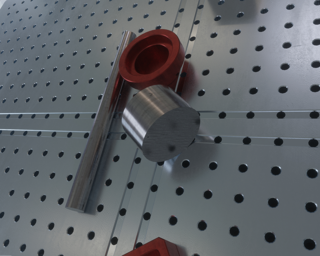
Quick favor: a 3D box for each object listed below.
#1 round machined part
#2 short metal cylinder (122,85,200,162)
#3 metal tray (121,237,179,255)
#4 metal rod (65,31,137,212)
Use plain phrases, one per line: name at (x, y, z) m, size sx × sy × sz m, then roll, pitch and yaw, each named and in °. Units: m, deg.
round machined part at (-0.008, -0.096, 0.461) m, size 0.098 × 0.042 × 0.098 m, roll -13°, pitch 56°, yaw 21°
short metal cylinder at (0.001, -0.005, 0.376) m, size 0.080 × 0.080 × 0.050 m, roll -42°, pitch 51°, yaw 0°
metal tray at (-0.033, 0.181, 0.311) m, size 0.130 × 0.030 × 0.090 m, roll -30°, pitch 52°, yaw 9°
metal rod at (-0.081, -0.026, 0.466) m, size 0.025 × 0.025 × 0.300 m, roll -2°, pitch 61°, yaw 27°
